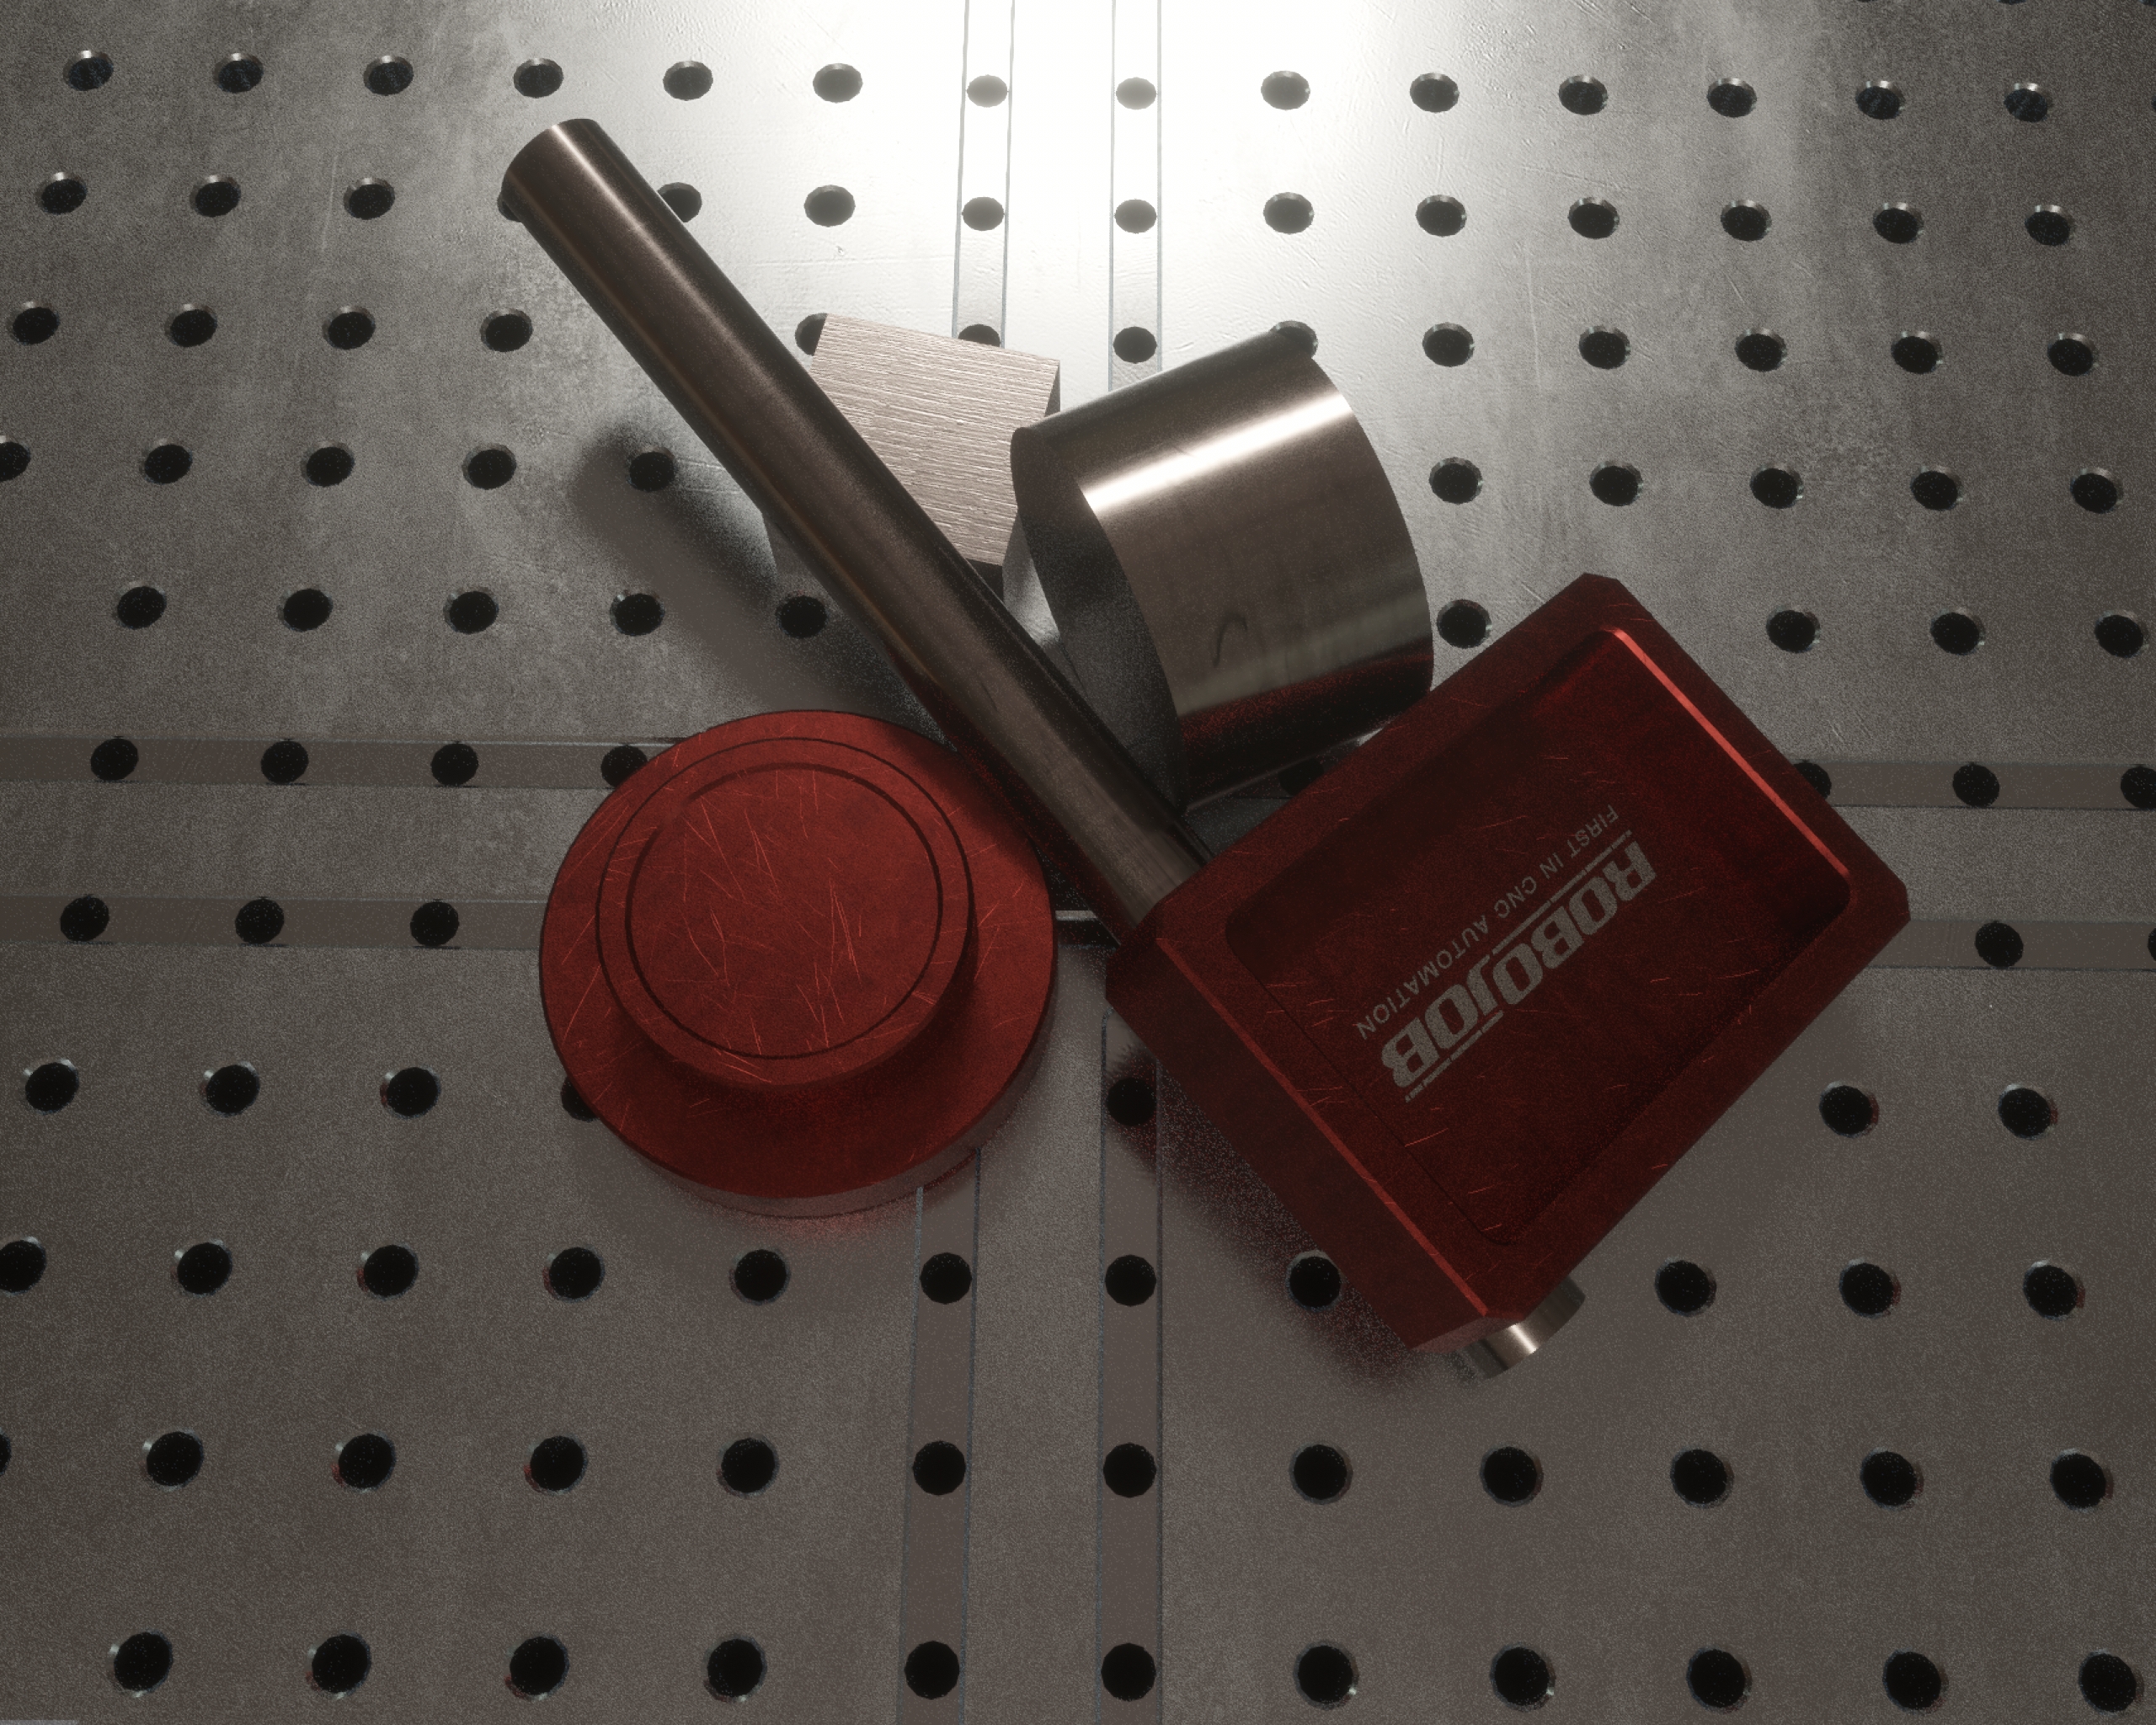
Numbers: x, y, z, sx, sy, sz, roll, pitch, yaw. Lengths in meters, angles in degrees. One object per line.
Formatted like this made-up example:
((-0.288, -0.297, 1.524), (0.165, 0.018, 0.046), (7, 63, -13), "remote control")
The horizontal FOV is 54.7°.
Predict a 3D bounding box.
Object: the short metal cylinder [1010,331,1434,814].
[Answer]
((0.027, -0.055, 0.403), (0.050, 0.080, 0.080), (-24, 72, -9), "short metal cylinder")

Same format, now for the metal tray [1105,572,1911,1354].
((0.081, 0.014, 0.382), (0.131, 0.030, 0.090), (-37, 81, -28), "metal tray")

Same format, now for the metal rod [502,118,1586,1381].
((-0.011, -0.027, 0.404), (0.025, 0.025, 0.300), (-38, 83, -13), "metal rod")

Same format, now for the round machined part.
((-0.053, 0.015, 0.396), (0.099, 0.042, 0.098), (0, 70, -1), "round machined part")

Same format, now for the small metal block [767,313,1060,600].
((-0.034, -0.084, 0.442), (0.050, 0.025, 0.050), (13, 70, 4), "small metal block")
